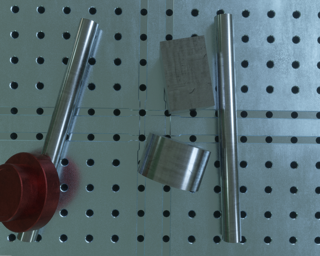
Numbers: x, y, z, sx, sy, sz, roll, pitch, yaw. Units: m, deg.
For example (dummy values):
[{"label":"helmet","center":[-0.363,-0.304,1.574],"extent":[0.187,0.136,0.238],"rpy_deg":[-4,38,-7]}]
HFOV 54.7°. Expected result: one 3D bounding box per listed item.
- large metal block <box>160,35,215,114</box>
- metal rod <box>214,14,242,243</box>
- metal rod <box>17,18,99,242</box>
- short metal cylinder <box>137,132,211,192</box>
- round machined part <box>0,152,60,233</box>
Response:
[{"label":"large metal block","center":[0.031,-0.061,0.386],"extent":[0.050,0.080,0.080],"rpy_deg":[-9,90,0]},{"label":"metal rod","center":[0.091,0.000,0.414],"extent":[0.025,0.025,0.298],"rpy_deg":[-2,90,-1]},{"label":"metal rod","center":[-0.135,0.003,0.411],"extent":[0.025,0.025,0.298],"rpy_deg":[16,90,-1]},{"label":"short metal cylinder","center":[0.017,0.041,0.386],"extent":[0.080,0.080,0.050],"rpy_deg":[18,90,-1]},{"label":"round machined part","center":[-0.174,0.078,0.381],"extent":[0.098,0.042,0.097],"rpy_deg":[-5,79,29]}]
